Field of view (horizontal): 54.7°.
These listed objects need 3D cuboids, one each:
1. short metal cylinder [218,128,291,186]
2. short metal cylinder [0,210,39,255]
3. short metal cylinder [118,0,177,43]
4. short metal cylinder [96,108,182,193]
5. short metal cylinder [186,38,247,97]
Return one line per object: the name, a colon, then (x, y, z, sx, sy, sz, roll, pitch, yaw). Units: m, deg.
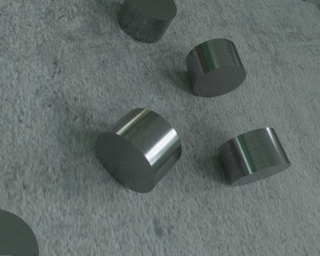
short metal cylinder: (0.125, 0.040, 0.414, 0.081, 0.080, 0.050, -3, 64, -30)
short metal cylinder: (-0.142, 0.110, 0.245, 0.081, 0.050, 0.080, 14, 56, -21)
short metal cylinder: (-0.021, -0.182, 0.489, 0.081, 0.050, 0.080, 14, 56, -21)
short metal cylinder: (-0.023, 0.025, 0.342, 0.080, 0.080, 0.050, 45, 51, 2)
short metal cylinder: (0.084, -0.089, 0.470, 0.081, 0.080, 0.050, 1, 61, -28)
